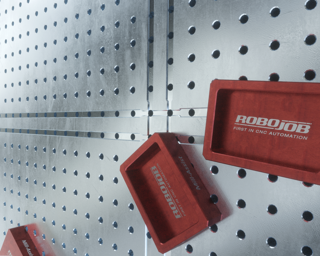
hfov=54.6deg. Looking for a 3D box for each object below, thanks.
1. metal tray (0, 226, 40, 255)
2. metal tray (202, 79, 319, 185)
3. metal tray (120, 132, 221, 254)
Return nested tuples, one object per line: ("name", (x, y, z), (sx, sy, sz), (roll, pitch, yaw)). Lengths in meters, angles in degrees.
("metal tray", (-0.287, 0.283, 0.646), (0.130, 0.030, 0.090), (42, 116, 32))
("metal tray", (0.110, -0.001, 0.315), (0.130, 0.030, 0.089), (9, 96, 39))
("metal tray", (0.008, 0.081, 0.400), (0.090, 0.030, 0.130), (-44, 64, 31))
